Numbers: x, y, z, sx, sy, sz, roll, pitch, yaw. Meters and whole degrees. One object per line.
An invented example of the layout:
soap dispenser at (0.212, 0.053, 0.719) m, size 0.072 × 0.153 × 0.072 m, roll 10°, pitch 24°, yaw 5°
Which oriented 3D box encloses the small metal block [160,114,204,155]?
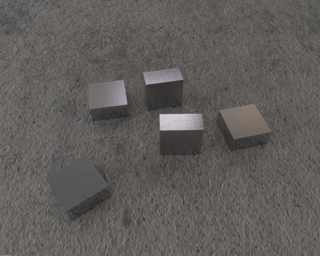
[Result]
small metal block at (0.025, 0.009, 0.380) m, size 0.050 × 0.050 × 0.025 m, roll -1°, pitch 50°, yaw -1°

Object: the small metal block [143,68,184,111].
small metal block at (0.004, -0.053, 0.432) m, size 0.050 × 0.050 × 0.025 m, roll -9°, pitch 51°, yaw -8°

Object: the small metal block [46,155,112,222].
small metal block at (-0.090, 0.066, 0.347) m, size 0.050 × 0.025 × 0.050 m, roll -30°, pitch 56°, yaw -23°

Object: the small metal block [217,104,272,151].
small metal block at (0.108, -0.001, 0.405) m, size 0.050 × 0.025 × 0.050 m, roll -11°, pitch 51°, yaw -9°

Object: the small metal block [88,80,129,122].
small metal block at (-0.073, -0.039, 0.435) m, size 0.050 × 0.025 × 0.050 m, roll -8°, pitch 51°, yaw -7°
